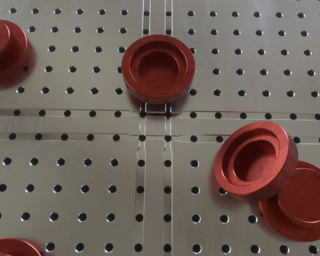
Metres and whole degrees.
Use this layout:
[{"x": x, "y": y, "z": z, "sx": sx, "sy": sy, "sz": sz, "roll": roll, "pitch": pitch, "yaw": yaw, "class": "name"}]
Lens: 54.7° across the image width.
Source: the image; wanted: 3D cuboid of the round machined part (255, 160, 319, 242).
[{"x": 0.169, "y": 0.086, "z": 0.374, "sx": 0.099, "sy": 0.042, "sz": 0.098, "roll": 0, "pitch": 70, "yaw": -1, "class": "round machined part"}]

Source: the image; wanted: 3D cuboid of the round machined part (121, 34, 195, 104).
[{"x": -0.002, "y": -0.077, "z": 0.431, "sx": 0.099, "sy": 0.042, "sz": 0.098, "roll": 0, "pitch": 70, "yaw": -1, "class": "round machined part"}]

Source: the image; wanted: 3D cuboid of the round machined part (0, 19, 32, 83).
[{"x": -0.240, "y": -0.116, "z": 0.442, "sx": 0.099, "sy": 0.042, "sz": 0.098, "roll": 0, "pitch": 70, "yaw": -1, "class": "round machined part"}]

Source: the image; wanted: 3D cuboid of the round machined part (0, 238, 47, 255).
[{"x": -0.173, "y": 0.172, "z": 0.338, "sx": 0.099, "sy": 0.042, "sz": 0.098, "roll": 0, "pitch": 70, "yaw": -1, "class": "round machined part"}]

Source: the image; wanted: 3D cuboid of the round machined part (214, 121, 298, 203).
[{"x": 0.117, "y": 0.043, "z": 0.369, "sx": 0.042, "sy": 0.098, "sz": 0.098, "roll": 38, "pitch": 69, "yaw": -29, "class": "round machined part"}]
